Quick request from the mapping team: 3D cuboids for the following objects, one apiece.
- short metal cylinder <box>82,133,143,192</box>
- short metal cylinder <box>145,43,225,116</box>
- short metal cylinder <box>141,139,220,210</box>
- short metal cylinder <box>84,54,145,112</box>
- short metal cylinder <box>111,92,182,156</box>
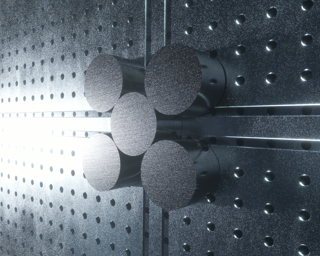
[{"bbox_3d":[-0.066,0.047,0.444,0.080,0.050,0.079,0,90,39],"label":"short metal cylinder"},{"bbox_3d":[0.029,-0.054,0.365,0.080,0.050,0.079,0,90,39],"label":"short metal cylinder"},{"bbox_3d":[0.024,0.053,0.371,0.080,0.050,0.079,0,90,39],"label":"short metal cylinder"},{"bbox_3d":[-0.063,-0.061,0.442,0.080,0.050,0.079,0,90,39],"label":"short metal cylinder"},{"bbox_3d":[-0.019,-0.005,0.406,0.080,0.050,0.079,0,90,39],"label":"short metal cylinder"}]
